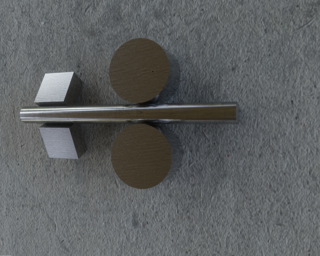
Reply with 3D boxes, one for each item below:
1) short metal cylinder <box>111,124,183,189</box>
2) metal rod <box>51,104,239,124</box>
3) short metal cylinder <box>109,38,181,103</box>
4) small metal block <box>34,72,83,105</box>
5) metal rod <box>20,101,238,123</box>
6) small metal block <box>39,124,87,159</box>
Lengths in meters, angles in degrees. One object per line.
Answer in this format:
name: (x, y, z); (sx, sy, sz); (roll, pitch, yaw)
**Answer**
short metal cylinder: (-0.015, 0.035, 0.402); (0.080, 0.050, 0.079); (0, 90, 20)
metal rod: (-0.046, -0.018, 0.426); (0.301, 0.025, 0.025); (0, 90, 19)
short metal cylinder: (-0.018, -0.071, 0.403); (0.080, 0.050, 0.079); (0, 90, 20)
small metal block: (-0.147, -0.053, 0.452); (0.050, 0.025, 0.050); (0, 63, 20)
metal rod: (-0.054, -0.019, 0.403); (0.301, 0.025, 0.025); (0, 90, 20)
small metal block: (-0.139, 0.016, 0.449); (0.050, 0.025, 0.050); (1, 117, 19)
